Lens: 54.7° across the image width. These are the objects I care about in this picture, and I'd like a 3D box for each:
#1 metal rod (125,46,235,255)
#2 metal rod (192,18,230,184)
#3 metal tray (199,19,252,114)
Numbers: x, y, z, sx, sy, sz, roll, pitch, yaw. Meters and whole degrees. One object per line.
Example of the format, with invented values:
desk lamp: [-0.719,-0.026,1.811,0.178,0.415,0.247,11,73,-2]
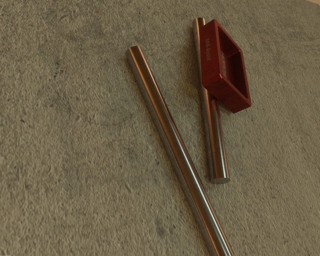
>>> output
metal rod: [0.017,0.019,0.401,0.025,0.025,0.299,-10,67,-33]
metal rod: [0.075,-0.060,0.480,0.025,0.025,0.299,12,57,-22]
metal tray: [0.102,-0.098,0.490,0.090,0.030,0.130,34,45,-37]
